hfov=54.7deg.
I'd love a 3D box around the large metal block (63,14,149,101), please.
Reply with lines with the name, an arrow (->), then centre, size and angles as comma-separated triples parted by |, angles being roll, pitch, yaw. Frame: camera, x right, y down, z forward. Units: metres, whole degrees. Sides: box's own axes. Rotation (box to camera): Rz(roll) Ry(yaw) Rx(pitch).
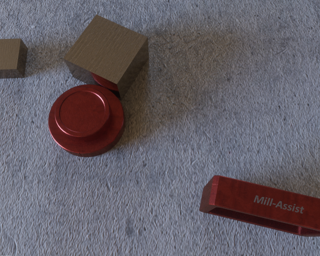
large metal block -> -0.071, -0.097, 0.430 | 0.080, 0.050, 0.080 | 27, 72, 9

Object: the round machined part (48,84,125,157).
round machined part -> -0.096, -0.014, 0.404 | 0.099, 0.042, 0.098 | 0, 70, 0

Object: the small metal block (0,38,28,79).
small metal block -> -0.222, -0.099, 0.443 | 0.050, 0.025, 0.050 | -2, 70, -1

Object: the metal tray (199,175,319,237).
metal tray -> 0.115, 0.089, 0.342 | 0.131, 0.090, 0.030 | 13, 71, 4
